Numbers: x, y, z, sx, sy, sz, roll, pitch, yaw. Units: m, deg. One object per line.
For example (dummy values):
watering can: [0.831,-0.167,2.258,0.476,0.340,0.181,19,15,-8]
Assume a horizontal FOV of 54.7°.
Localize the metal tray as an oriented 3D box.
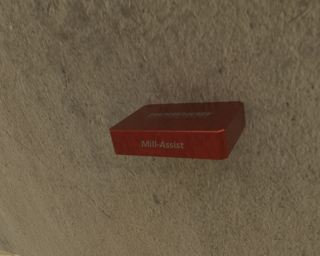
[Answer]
metal tray: [0.021,0.000,0.350,0.130,0.090,0.030,0,112,28]
